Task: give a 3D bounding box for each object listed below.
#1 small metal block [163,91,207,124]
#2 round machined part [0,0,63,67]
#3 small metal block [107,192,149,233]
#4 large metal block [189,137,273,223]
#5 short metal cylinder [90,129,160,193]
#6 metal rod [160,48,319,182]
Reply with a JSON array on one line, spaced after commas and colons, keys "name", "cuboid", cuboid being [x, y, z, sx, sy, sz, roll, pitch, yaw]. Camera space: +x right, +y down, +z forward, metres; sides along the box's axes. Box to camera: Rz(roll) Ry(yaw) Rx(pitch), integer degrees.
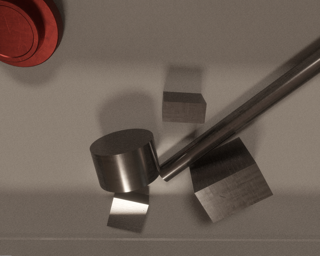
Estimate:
[{"name": "small metal block", "cuboid": [0.029, -0.027, 0.389, 0.050, 0.050, 0.025, 3, 110, -2]}, {"name": "round machined part", "cuboid": [-0.164, -0.113, 0.347, 0.099, 0.042, 0.097, 0, 124, 0]}, {"name": "small metal block", "cuboid": [-0.047, 0.121, 0.456, 0.050, 0.025, 0.050, 14, 109, -6]}, {"name": "large metal block", "cuboid": [0.088, 0.065, 0.407, 0.080, 0.080, 0.050, -29, 108, 10]}, {"name": "short metal cylinder", "cuboid": [-0.044, 0.039, 0.396, 0.080, 0.080, 0.050, -10, 110, 3]}, {"name": "metal rod", "cuboid": [0.120, -0.024, 0.404, 0.300, 0.025, 0.025, -37, 106, 12]}]
